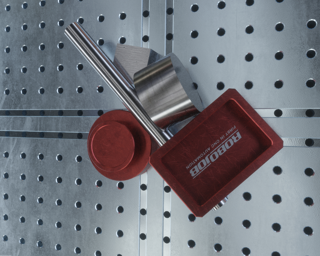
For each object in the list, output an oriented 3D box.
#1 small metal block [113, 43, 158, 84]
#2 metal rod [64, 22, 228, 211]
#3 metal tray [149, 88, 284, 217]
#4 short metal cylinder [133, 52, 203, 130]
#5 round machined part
[{"bbox_3d":[-0.036,-0.085,0.425,0.050,0.025,0.050,14,95,19],"label":"small metal block"},{"bbox_3d":[-0.021,-0.018,0.401,0.025,0.025,0.300,-41,85,15],"label":"metal rod"},{"bbox_3d":[0.064,0.028,0.364,0.130,0.030,0.090,-41,85,-1],"label":"metal tray"},{"bbox_3d":[0.011,-0.044,0.378,0.050,0.080,0.080,-26,82,18],"label":"short metal cylinder"},{"bbox_3d":[-0.058,0.023,0.422,0.098,0.042,0.097,0,90,19],"label":"round machined part"}]
